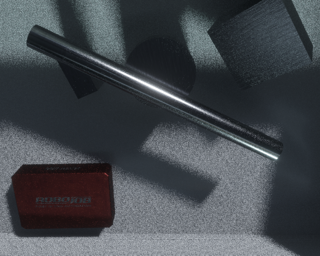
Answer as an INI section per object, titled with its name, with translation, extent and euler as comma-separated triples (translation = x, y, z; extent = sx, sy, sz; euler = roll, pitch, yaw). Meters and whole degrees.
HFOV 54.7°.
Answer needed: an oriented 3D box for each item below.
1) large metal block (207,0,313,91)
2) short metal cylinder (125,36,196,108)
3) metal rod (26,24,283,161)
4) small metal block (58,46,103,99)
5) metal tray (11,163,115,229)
[large metal block]
translation = 0.113, -0.100, 0.346
extent = 0.080, 0.050, 0.080
euler = -21, 112, 37
[short metal cylinder]
translation = 0.000, -0.069, 0.373
extent = 0.081, 0.050, 0.079
euler = 0, 110, -1
[metal rod]
translation = 0.003, -0.034, 0.345
extent = 0.301, 0.025, 0.025
euler = 24, 108, -9
[small metal block]
translation = -0.093, -0.068, 0.372
extent = 0.025, 0.050, 0.050
euler = -23, 109, 8
[metal tray]
translation = -0.134, 0.098, 0.443
extent = 0.131, 0.030, 0.089
euler = -1, 110, 0
